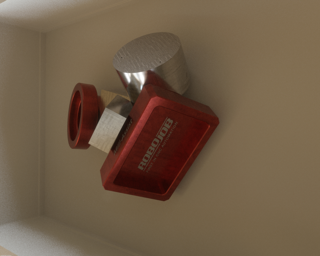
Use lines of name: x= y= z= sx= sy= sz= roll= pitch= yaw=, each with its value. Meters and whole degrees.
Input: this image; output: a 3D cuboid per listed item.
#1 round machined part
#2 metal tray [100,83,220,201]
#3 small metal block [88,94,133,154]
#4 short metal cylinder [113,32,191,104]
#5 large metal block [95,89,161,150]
round machined part: x=-0.107 y=-0.016 z=0.464 sx=0.098 sy=0.042 sz=0.098 roll=-19 pitch=68 yaw=60
metal tray: x=-0.003 y=0.023 z=0.361 sx=0.129 sy=0.091 sz=0.030 roll=-60 pitch=29 yaw=22
small metal block: x=-0.055 y=-0.006 z=0.365 sx=0.025 sy=0.050 sz=0.050 roll=28 pitch=113 yaw=-4
short metal cylinder: x=-0.008 y=-0.070 z=0.366 sx=0.080 sy=0.080 sz=0.050 roll=21 pitch=147 yaw=38
large metal block: x=-0.041 y=-0.004 z=0.420 sx=0.080 sy=0.050 sz=0.079 roll=19 pitch=102 yaw=38
